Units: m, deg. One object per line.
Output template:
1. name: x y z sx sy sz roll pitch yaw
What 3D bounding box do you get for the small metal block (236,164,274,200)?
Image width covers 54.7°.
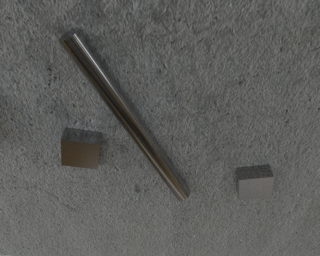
1. small metal block: 0.146 0.085 0.481 0.050 0.025 0.050 -7 130 5

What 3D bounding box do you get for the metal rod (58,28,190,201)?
1. metal rod: -0.029 0.005 0.410 0.025 0.025 0.299 -21 128 16

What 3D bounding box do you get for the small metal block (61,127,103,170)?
1. small metal block: -0.109 0.029 0.431 0.050 0.025 0.050 8 130 -7
